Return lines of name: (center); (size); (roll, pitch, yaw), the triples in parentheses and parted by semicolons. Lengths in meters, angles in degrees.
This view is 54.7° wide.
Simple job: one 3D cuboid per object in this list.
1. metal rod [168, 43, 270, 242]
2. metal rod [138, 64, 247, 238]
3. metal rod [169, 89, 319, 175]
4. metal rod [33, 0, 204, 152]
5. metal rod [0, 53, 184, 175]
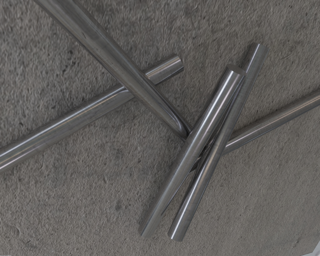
metal rod: (0.079, 0.027, 0.439); (0.025, 0.025, 0.298); (16, 102, -35)
metal rod: (0.031, 0.051, 0.420); (0.025, 0.025, 0.298); (4, 127, -30)
metal rod: (0.152, 0.003, 0.491); (0.302, 0.025, 0.025); (-26, 128, -13)
metal rod: (-0.015, -0.039, 0.339); (0.025, 0.025, 0.300); (-45, 140, 3)
metal rod: (-0.107, -0.003, 0.346); (0.301, 0.025, 0.025); (-31, 129, -9)
